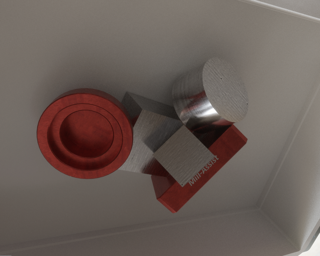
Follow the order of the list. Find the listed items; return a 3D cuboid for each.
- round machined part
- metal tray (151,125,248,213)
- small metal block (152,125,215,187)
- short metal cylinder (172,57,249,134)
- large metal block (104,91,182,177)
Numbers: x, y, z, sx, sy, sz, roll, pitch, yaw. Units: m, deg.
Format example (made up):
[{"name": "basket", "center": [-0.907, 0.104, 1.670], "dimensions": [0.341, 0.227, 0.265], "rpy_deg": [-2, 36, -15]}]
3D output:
[{"name": "round machined part", "center": [-0.079, 0.003, 0.341], "dimensions": [0.099, 0.042, 0.097], "rpy_deg": [-2, 111, -4]}, {"name": "metal tray", "center": [0.047, 0.043, 0.417], "dimensions": [0.130, 0.090, 0.030], "rpy_deg": [-45, 102, 3]}, {"name": "small metal block", "center": [0.028, 0.032, 0.361], "dimensions": [0.050, 0.050, 0.025], "rpy_deg": [-44, 168, 3]}, {"name": "short metal cylinder", "center": [0.061, -0.038, 0.375], "dimensions": [0.081, 0.080, 0.050], "rpy_deg": [17, 153, -35]}, {"name": "large metal block", "center": [-0.016, 0.010, 0.390], "dimensions": [0.081, 0.050, 0.080], "rpy_deg": [16, 110, -35]}]
